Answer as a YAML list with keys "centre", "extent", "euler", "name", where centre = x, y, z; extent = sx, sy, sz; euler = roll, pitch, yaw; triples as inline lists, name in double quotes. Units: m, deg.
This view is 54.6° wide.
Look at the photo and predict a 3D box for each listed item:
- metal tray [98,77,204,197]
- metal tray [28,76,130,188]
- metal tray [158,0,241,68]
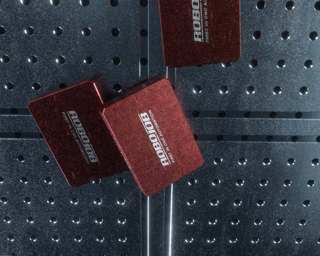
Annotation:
- centre: [-0.008, 0.011, 0.398]
  extent: [0.090, 0.030, 0.130]
  euler: [-29, 109, -13]
  name: "metal tray"
- centre: [-0.102, 0.007, 0.413]
  extent: [0.090, 0.030, 0.129]
  euler: [-19, 109, 6]
  name: "metal tray"
- centre: [0.044, -0.140, 0.359]
  extent: [0.090, 0.030, 0.129]
  euler: [-6, 110, 2]
  name: "metal tray"
